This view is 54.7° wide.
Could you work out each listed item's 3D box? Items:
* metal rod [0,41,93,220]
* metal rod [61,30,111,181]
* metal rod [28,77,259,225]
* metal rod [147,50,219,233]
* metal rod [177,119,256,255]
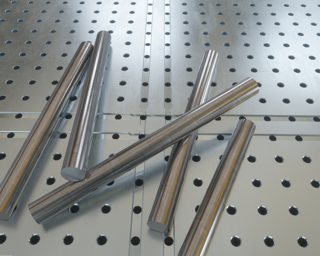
[{"bbox_3d":[-0.147,-0.021,0.423,0.025,0.025,0.300,8,50,6],"label":"metal rod"},{"bbox_3d":[-0.094,-0.055,0.431,0.025,0.025,0.300,-1,44,-1],"label":"metal rod"},{"bbox_3d":[-0.007,0.018,0.365,0.302,0.025,0.025,-30,56,-14],"label":"metal rod"},{"bbox_3d":[0.041,-0.007,0.414,0.025,0.025,0.300,13,51,10],"label":"metal rod"},{"bbox_3d":[0.047,0.100,0.324,0.025,0.025,0.301,21,53,16],"label":"metal rod"}]
